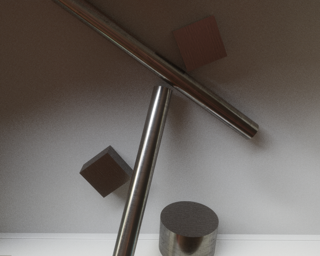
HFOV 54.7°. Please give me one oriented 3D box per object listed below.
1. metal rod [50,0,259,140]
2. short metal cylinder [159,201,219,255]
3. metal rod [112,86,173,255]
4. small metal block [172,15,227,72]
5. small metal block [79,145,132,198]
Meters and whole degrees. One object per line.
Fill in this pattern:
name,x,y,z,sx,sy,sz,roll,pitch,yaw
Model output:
metal rod,0.001,-0.077,0.383,0.301,0.025,0.025,34,106,-12
short metal cylinder,0.040,0.147,0.437,0.081,0.080,0.050,2,110,-1
metal rod,-0.030,0.094,0.376,0.025,0.025,0.299,14,83,-6
small metal block,0.047,-0.103,0.374,0.050,0.025,0.050,-21,109,7
small metal block,-0.074,0.061,0.433,0.050,0.025,0.050,-36,107,12
